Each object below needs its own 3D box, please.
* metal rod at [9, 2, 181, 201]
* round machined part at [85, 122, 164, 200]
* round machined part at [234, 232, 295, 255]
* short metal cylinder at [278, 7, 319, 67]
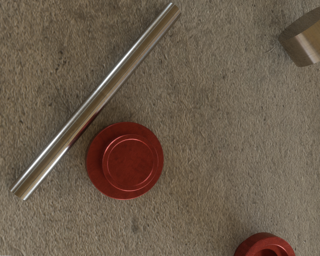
[{"bbox_3d":[-0.071,-0.042,0.382,0.025,0.025,0.300,41,77,-16],"label":"metal rod"},{"bbox_3d":[-0.041,0.041,0.385,0.099,0.042,0.097,0,90,-20],"label":"round machined part"},{"bbox_3d":[0.147,0.202,0.454,0.099,0.042,0.097,0,90,-20],"label":"round machined part"},{"bbox_3d":[0.227,-0.137,0.463,0.080,0.080,0.050,-45,104,-14],"label":"short metal cylinder"}]
